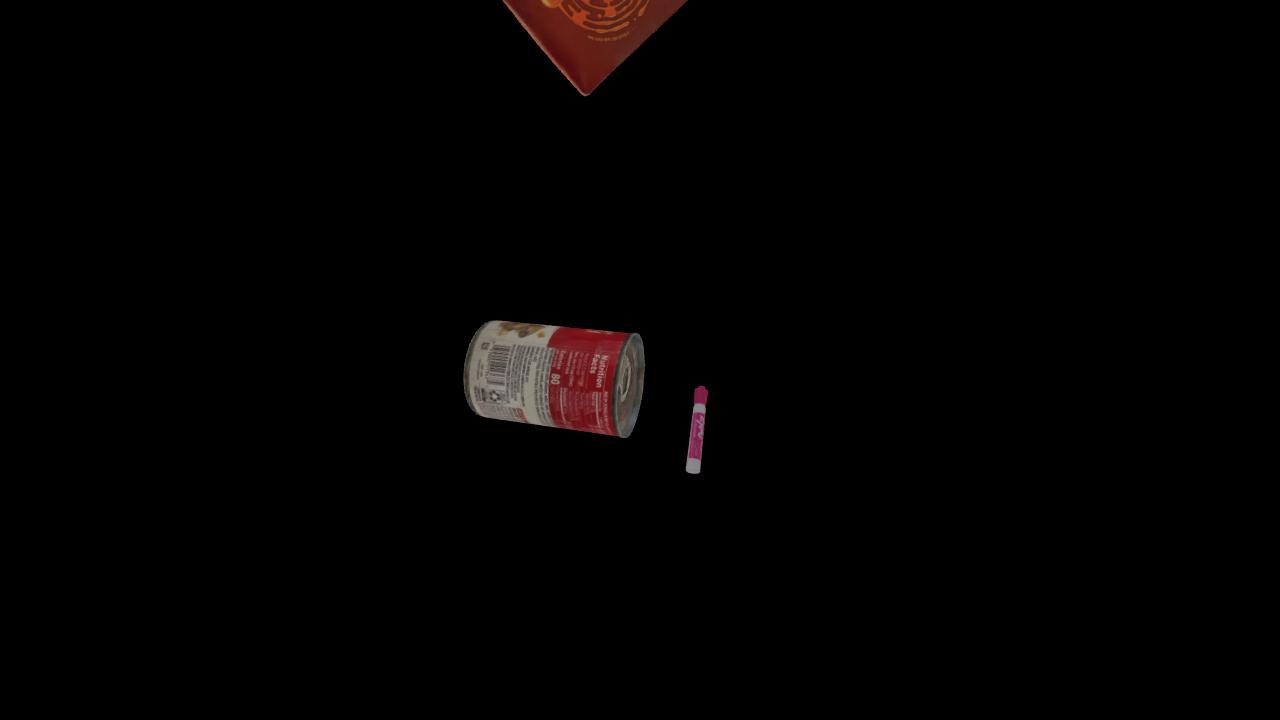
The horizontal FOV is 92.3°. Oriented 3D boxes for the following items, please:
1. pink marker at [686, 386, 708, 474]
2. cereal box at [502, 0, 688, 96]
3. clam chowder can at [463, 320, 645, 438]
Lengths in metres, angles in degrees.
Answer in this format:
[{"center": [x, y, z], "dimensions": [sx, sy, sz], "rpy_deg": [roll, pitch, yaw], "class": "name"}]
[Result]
[{"center": [0.076, 0.090, 0.814], "dimensions": [0.020, 0.121, 0.020], "rpy_deg": [7, -27, 4], "class": "pink marker"}, {"center": [-0.028, -0.511, 0.753], "dimensions": [0.306, 0.081, 0.203], "rpy_deg": [-38, -48, 15], "class": "cereal box"}, {"center": [-0.054, 0.011, 0.402], "dimensions": [0.102, 0.068, 0.068], "rpy_deg": [6, 1, 13], "class": "clam chowder can"}]
